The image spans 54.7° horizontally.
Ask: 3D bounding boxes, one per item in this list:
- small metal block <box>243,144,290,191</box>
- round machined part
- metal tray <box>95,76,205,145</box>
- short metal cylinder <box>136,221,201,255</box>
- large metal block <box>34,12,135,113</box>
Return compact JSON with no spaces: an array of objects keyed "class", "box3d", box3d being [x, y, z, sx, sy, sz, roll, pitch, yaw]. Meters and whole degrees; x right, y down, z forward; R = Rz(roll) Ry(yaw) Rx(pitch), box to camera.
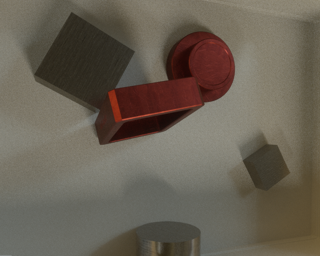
[{"class":"small metal block","box3d":[0.163,0.059,0.473,0.050,0.025,0.050,-31,101,-18]},{"class":"round machined part","box3d":[0.062,-0.084,0.426,0.099,0.042,0.097,0,90,-21]},{"class":"metal tray","box3d":[-0.019,-0.015,0.347,0.091,0.130,0.030,-12,81,-20]},{"class":"short metal cylinder","box3d":[0.010,0.153,0.386,0.081,0.080,0.050,1,90,-20]},{"class":"large metal block","box3d":[-0.089,-0.072,0.365,0.080,0.050,0.080,29,80,-18]}]
